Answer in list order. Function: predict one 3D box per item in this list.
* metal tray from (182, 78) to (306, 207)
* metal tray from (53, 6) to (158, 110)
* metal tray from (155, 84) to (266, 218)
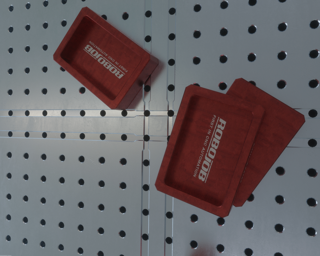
[{"bbox_3d":[0.097,0.017,0.376,0.090,0.030,0.130,36,101,16],"label":"metal tray"},{"bbox_3d":[-0.079,-0.097,0.438,0.130,0.030,0.090,40,102,15],"label":"metal tray"},{"bbox_3d":[0.057,0.024,0.357,0.090,0.030,0.129,20,96,19],"label":"metal tray"}]
